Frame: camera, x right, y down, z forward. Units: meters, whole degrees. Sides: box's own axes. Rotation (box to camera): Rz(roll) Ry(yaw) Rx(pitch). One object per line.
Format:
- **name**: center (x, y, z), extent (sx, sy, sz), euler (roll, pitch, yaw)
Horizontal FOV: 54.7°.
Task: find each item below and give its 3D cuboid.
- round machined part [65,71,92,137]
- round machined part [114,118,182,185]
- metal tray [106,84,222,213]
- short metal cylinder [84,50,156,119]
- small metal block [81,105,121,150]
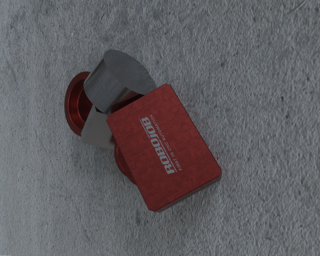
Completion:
- **round machined part**: center (-0.100, -0.035, 0.475), extent (0.098, 0.042, 0.097), euler (0, 90, 39)
- **round machined part**: center (-0.023, 0.031, 0.412), extent (0.098, 0.042, 0.097), euler (0, 90, 39)
- **metal tray**: center (0.003, 0.022, 0.370), extent (0.090, 0.030, 0.130), euler (-29, 69, 2)
- **short metal cylinder**: center (-0.053, -0.058, 0.413), extent (0.050, 0.081, 0.080), euler (-45, 63, 30)
- **small metal block**: center (-0.075, -0.001, 0.426), extent (0.050, 0.050, 0.025), euler (-63, 31, 20)
